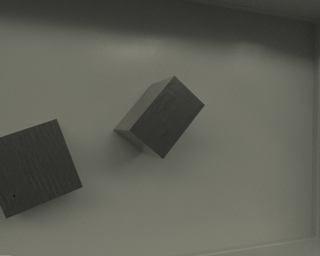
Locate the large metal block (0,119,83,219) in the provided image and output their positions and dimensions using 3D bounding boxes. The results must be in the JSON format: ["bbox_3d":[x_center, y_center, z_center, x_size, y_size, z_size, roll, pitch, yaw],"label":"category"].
[{"bbox_3d":[-0.142,0.041,0.345,0.081,0.050,0.080,-21,97,-19],"label":"large metal block"}]

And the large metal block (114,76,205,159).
[{"bbox_3d":[-0.004,-0.012,0.381,0.050,0.080,0.080,42,77,-16],"label":"large metal block"}]
